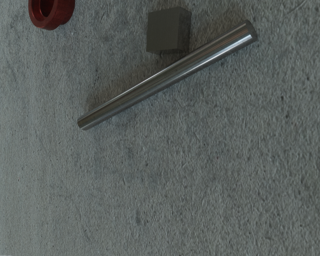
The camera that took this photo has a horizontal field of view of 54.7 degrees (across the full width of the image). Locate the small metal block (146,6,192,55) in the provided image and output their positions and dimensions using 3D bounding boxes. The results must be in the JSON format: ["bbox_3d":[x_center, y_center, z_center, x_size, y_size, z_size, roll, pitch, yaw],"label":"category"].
[{"bbox_3d":[0.011,-0.122,0.394,0.050,0.025,0.050,6,94,39],"label":"small metal block"}]

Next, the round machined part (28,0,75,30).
[{"bbox_3d":[-0.187,-0.221,0.545,0.098,0.042,0.097,0,90,39],"label":"round machined part"}]

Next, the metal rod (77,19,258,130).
[{"bbox_3d":[-0.014,-0.055,0.414,0.299,0.025,0.025,-23,76,37],"label":"metal rod"}]
